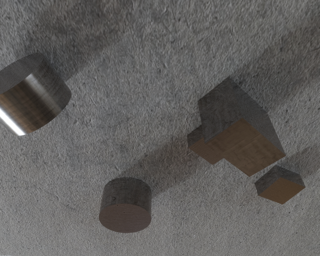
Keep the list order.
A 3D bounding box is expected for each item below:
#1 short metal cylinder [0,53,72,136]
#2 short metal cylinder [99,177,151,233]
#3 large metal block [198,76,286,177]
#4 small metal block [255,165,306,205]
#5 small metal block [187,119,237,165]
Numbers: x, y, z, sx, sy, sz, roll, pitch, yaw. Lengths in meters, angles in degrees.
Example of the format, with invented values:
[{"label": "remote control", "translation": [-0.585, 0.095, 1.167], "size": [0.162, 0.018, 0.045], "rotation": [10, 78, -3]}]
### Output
[{"label": "short metal cylinder", "translation": [-0.146, -0.038, 0.338], "size": [0.080, 0.080, 0.050], "rotation": [-19, 128, 15]}, {"label": "short metal cylinder", "translation": [-0.054, 0.124, 0.496], "size": [0.081, 0.050, 0.079], "rotation": [0, 130, 0]}, {"label": "large metal block", "translation": [0.095, -0.002, 0.371], "size": [0.080, 0.080, 0.050], "rotation": [36, 122, -27]}, {"label": "small metal block", "translation": [0.187, 0.090, 0.486], "size": [0.050, 0.025, 0.050], "rotation": [22, 127, -18]}, {"label": "small metal block", "translation": [0.073, 0.017, 0.423], "size": [0.050, 0.025, 0.050], "rotation": [36, 122, -27]}]
